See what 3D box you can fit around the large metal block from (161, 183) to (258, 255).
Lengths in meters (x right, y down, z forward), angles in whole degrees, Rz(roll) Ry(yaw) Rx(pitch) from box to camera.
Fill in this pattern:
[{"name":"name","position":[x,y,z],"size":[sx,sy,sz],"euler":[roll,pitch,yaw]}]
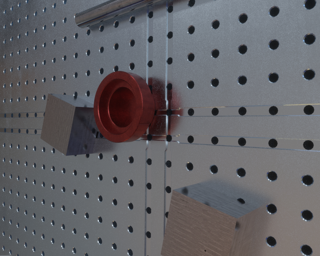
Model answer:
[{"name":"large metal block","position":[0.054,0.117,0.349],"size":[0.080,0.050,0.079],"euler":[17,101,38]}]

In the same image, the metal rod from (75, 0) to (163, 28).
[{"name":"metal rod","position":[-0.016,-0.181,0.422],"size":[0.300,0.025,0.025],"euler":[-1,89,40]}]

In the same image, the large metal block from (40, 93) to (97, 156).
[{"name":"large metal block","position":[-0.150,-0.007,0.517],"size":[0.080,0.050,0.079],"euler":[24,105,37]}]

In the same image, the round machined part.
[{"name":"round machined part","position":[-0.046,-0.029,0.436],"size":[0.098,0.042,0.097],"euler":[0,90,40]}]
